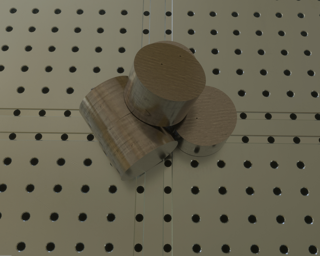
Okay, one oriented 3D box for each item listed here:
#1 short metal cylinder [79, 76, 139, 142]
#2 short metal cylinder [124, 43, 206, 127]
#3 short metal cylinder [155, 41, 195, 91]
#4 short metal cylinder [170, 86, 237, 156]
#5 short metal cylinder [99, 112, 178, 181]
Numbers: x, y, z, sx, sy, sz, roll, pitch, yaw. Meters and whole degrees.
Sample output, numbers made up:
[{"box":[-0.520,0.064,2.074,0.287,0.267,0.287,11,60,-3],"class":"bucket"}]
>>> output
[{"box":[-0.053,-0.020,0.389,0.080,0.080,0.050,-32,74,-11],"class":"short metal cylinder"},{"box":[0.004,-0.048,0.348,0.081,0.050,0.080,10,56,-15],"class":"short metal cylinder"},{"box":[0.009,-0.071,0.423,0.081,0.050,0.080,0,70,0],"class":"short metal cylinder"},{"box":[0.054,-0.008,0.401,0.081,0.050,0.080,0,70,0],"class":"short metal cylinder"},{"box":[-0.026,0.020,0.375,0.080,0.080,0.050,-32,74,-11],"class":"short metal cylinder"}]
